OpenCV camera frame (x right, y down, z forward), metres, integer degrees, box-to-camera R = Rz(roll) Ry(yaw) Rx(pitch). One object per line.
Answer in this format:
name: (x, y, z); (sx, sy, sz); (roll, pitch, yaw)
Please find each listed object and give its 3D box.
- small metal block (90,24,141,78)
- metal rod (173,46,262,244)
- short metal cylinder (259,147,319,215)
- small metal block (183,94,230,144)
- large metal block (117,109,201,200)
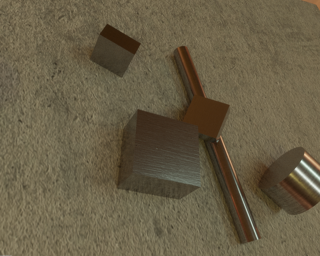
small metal block: (-0.061, -0.103, 0.419); (0.050, 0.050, 0.025); (29, 52, -11)
metal rod: (0.073, 0.008, 0.440); (0.025, 0.025, 0.299); (-3, 63, -30)
short metal cylinder: (0.185, 0.072, 0.427); (0.050, 0.080, 0.080); (44, 51, 1)
small metal block: (0.062, -0.012, 0.422); (0.050, 0.025, 0.050); (20, 75, 19)
large metal block: (-0.001, 0.033, 0.369); (0.081, 0.050, 0.080); (15, 56, -20)
